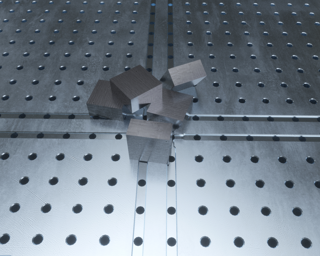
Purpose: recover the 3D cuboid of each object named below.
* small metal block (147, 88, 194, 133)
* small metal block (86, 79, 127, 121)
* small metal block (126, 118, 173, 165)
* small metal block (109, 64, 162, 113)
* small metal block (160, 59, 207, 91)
[{"bbox_3d":[0.014,-0.025,0.429,0.050,0.025,0.050,16,52,13],"label":"small metal block"},{"bbox_3d":[-0.070,-0.040,0.441,0.050,0.025,0.050,10,51,8],"label":"small metal block"},{"bbox_3d":[-0.012,0.017,0.377,0.050,0.050,0.025,7,51,6],"label":"small metal block"},{"bbox_3d":[-0.032,-0.054,0.421,0.050,0.025,0.050,-31,57,-23],"label":"small metal block"},{"bbox_3d":[0.032,-0.072,0.449,0.050,0.050,0.025,-20,86,-16],"label":"small metal block"}]
